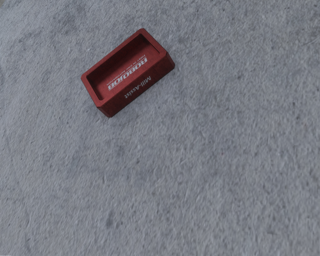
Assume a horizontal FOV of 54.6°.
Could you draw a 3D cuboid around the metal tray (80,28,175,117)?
[{"bbox_3d":[-0.053,-0.088,0.483,0.130,0.030,0.090,-38,51,2],"label":"metal tray"}]
